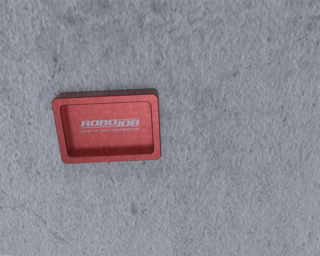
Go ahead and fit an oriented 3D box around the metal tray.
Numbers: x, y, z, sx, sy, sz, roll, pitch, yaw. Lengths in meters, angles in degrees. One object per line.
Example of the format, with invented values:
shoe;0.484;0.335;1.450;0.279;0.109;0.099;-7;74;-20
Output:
metal tray;-0.066;-0.002;0.405;0.131;0.030;0.089;-3;110;0
